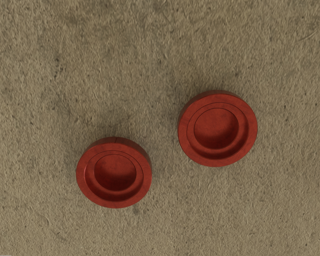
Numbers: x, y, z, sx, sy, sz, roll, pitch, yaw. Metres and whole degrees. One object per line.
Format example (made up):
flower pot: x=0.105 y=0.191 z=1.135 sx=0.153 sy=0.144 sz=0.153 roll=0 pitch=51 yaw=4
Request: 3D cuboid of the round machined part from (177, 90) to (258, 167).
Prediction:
round machined part: x=0.071 y=-0.002 z=0.400 sx=0.099 sy=0.042 sz=0.097 roll=0 pitch=110 yaw=0

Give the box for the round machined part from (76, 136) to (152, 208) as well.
round machined part: x=-0.060 y=0.056 z=0.421 sx=0.099 sy=0.042 sz=0.097 roll=0 pitch=110 yaw=0
